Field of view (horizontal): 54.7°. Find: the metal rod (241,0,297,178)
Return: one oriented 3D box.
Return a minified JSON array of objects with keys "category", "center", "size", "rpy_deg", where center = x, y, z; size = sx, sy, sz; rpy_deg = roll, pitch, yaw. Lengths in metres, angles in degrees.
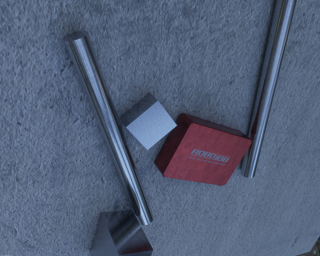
[{"category":"metal rod","center":[0.158,-0.048,0.465],"size":[0.025,0.025,0.298],"rpy_deg":[-12,124,-22]}]

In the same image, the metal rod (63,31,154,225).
[{"category":"metal rod","center":[-0.053,0.025,0.394],"size":[0.025,0.025,0.298],"rpy_deg":[-25,128,-13]}]

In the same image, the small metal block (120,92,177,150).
[{"category":"small metal block","center":[-0.014,-0.008,0.395],"size":[0.050,0.025,0.050],"rpy_deg":[-40,130,-1]}]

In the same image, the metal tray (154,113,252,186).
[{"category":"metal tray","center":[0.067,0.036,0.465],"size":[0.131,0.030,0.089],"rpy_deg":[15,111,-35]}]

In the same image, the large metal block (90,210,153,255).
[{"category":"large metal block","center":[-0.060,0.179,0.451],"size":[0.050,0.080,0.079],"rpy_deg":[5,116,-31]}]
